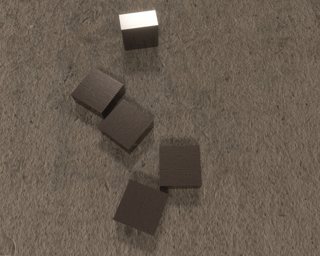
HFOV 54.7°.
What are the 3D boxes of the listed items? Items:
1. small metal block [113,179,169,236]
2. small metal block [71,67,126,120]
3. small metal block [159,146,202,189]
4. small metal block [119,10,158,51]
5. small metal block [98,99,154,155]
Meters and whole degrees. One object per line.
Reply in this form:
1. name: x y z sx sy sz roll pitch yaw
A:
1. small metal block: -0.022 0.096 0.373 0.050 0.025 0.050 20 71 6
2. small metal block: -0.083 -0.047 0.424 0.050 0.025 0.050 31 73 10
3. small metal block: 0.025 0.050 0.390 0.050 0.025 0.050 -1 70 -1
4. small metal block: -0.029 -0.139 0.445 0.050 0.050 0.025 -9 71 -4
5. small metal block: -0.044 -0.002 0.408 0.050 0.025 0.050 37 74 12
